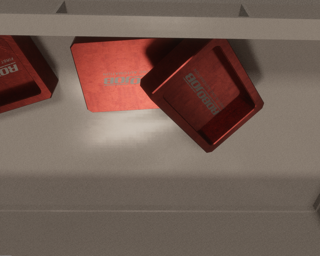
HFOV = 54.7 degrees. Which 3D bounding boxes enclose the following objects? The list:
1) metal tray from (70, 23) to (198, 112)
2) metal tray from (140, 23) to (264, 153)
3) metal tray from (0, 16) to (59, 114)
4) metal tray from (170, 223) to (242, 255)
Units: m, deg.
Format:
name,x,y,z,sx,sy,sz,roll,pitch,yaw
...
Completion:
name,x,y,z,sx,sy,sz,roll,pitch,yaw
metal tray,-0.024,-0.065,0.350,0.131,0.030,0.089,-3,130,2
metal tray,0.051,-0.036,0.338,0.090,0.030,0.130,-42,134,6
metal tray,-0.197,-0.061,0.350,0.130,0.030,0.090,-15,129,12
metal tray,0.087,0.225,0.601,0.131,0.030,0.089,-3,130,2
